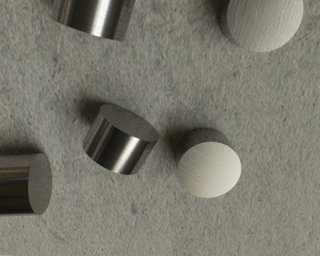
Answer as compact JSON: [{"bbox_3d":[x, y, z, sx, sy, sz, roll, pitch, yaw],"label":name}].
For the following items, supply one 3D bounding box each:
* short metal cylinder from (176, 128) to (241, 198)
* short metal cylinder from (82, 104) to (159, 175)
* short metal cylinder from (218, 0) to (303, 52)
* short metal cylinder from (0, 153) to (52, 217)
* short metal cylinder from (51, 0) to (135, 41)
[{"bbox_3d":[0.062,0.045,0.414,0.081,0.050,0.079,0,110,-1],"label":"short metal cylinder"},{"bbox_3d":[-0.048,0.013,0.385,0.080,0.080,0.050,28,108,-10],"label":"short metal cylinder"},{"bbox_3d":[0.111,-0.129,0.350,0.081,0.050,0.079,0,110,-1],"label":"short metal cylinder"},{"bbox_3d":[-0.180,0.074,0.405,0.050,0.080,0.079,-2,110,0],"label":"short metal cylinder"},{"bbox_3d":[-0.070,-0.131,0.331,0.080,0.080,0.050,17,109,-7],"label":"short metal cylinder"}]
